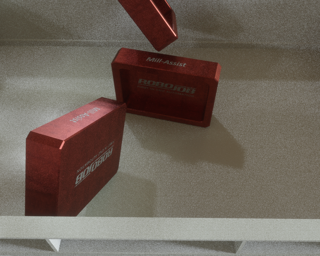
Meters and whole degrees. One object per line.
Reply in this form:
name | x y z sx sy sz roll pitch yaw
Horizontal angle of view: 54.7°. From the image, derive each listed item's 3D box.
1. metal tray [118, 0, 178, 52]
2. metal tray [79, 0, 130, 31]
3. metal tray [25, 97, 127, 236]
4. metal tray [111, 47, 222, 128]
metal tray | -0.016 -0.164 0.407 0.030 0.090 0.130 -32 27 19
metal tray | -0.117 -0.240 0.567 0.030 0.090 0.130 -46 53 17
metal tray | -0.076 0.028 0.303 0.030 0.089 0.130 15 22 12
metal tray | 0.007 -0.051 0.405 0.131 0.089 0.030 11 51 8
